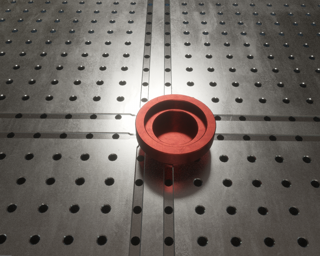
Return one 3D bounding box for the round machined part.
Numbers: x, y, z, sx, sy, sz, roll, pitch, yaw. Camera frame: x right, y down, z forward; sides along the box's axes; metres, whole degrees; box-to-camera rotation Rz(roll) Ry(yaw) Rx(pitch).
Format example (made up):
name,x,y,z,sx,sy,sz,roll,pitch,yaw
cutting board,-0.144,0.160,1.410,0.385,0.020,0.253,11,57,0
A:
name,x,y,z,sx,sy,sz,roll,pitch,yaw
round machined part,0.019,0.006,0.392,0.099,0.042,0.098,0,50,0
